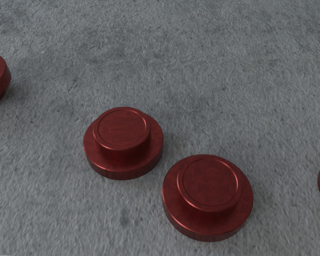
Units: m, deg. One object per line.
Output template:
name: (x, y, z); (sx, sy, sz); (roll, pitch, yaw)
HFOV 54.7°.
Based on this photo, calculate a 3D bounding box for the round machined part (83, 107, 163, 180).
round machined part: (-0.045, 0.012, 0.382); (0.099, 0.042, 0.098); (0, 50, 0)

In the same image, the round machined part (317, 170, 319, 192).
round machined part: (0.222, 0.071, 0.336); (0.099, 0.042, 0.098); (0, 50, 0)

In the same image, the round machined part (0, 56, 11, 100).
round machined part: (-0.264, -0.063, 0.442); (0.099, 0.042, 0.098); (0, 50, 0)

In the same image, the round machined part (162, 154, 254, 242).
round machined part: (0.052, 0.068, 0.336); (0.099, 0.042, 0.098); (0, 50, 0)
